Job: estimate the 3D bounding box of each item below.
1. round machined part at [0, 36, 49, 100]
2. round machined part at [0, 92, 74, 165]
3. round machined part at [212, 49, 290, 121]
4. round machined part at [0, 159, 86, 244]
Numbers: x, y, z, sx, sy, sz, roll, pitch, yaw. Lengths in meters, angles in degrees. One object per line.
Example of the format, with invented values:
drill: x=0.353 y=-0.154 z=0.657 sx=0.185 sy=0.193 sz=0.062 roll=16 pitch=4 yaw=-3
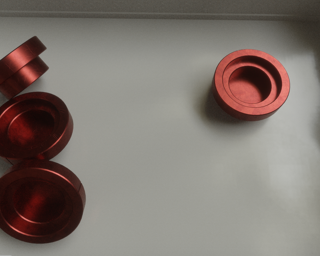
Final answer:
round machined part: x=-0.187 y=-0.074 z=0.407 sx=0.098 sy=0.098 sz=0.042 roll=-44 pitch=114 yaw=-14
round machined part: x=-0.158 y=0.005 z=0.390 sx=0.099 sy=0.042 sz=0.098 roll=-1 pitch=58 yaw=2
round machined part: x=0.119 y=-0.054 z=0.421 sx=0.099 sy=0.042 sz=0.098 roll=0 pitch=70 yaw=0
round machined part: x=-0.134 y=0.079 z=0.353 sx=0.099 sy=0.042 sz=0.097 roll=-2 pitch=111 yaw=-4
